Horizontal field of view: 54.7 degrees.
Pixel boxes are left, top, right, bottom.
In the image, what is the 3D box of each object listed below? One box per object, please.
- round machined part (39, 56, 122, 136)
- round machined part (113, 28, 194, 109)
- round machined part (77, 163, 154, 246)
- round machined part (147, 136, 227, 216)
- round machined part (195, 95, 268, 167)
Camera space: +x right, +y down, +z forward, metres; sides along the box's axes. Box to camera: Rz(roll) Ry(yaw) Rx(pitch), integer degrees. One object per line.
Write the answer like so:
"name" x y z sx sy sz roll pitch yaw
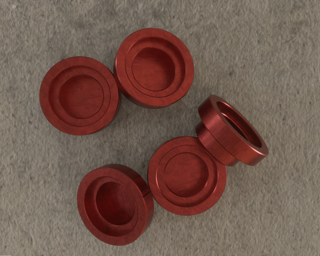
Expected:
"round machined part" -0.099 -0.040 0.399 0.099 0.042 0.097 0 90 1
"round machined part" -0.010 -0.071 0.392 0.099 0.042 0.097 2 83 -17
"round machined part" -0.051 0.092 0.389 0.098 0.042 0.097 4 100 23
"round machined part" 0.032 0.059 0.400 0.099 0.042 0.097 0 89 -4
"round machined part" 0.082 0.008 0.379 0.098 0.098 0.042 44 113 0
